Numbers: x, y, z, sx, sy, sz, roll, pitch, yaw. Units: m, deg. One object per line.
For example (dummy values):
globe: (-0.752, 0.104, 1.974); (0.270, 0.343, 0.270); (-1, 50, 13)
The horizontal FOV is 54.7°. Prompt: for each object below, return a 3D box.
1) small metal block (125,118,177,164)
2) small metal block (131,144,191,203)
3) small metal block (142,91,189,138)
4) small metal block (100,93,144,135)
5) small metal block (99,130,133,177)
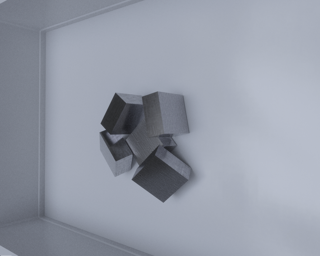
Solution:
small metal block: (-0.014, 0.021, 0.413); (0.050, 0.025, 0.050); (-49, 61, 28)
small metal block: (0.002, 0.057, 0.384); (0.050, 0.025, 0.050); (38, 119, -8)
small metal block: (0.007, -0.015, 0.380); (0.025, 0.050, 0.050); (-14, 81, 38)
small metal block: (-0.045, -0.019, 0.423); (0.025, 0.050, 0.050); (44, 116, 31)
small metal block: (-0.063, 0.034, 0.439); (0.050, 0.025, 0.050); (56, 155, 24)
